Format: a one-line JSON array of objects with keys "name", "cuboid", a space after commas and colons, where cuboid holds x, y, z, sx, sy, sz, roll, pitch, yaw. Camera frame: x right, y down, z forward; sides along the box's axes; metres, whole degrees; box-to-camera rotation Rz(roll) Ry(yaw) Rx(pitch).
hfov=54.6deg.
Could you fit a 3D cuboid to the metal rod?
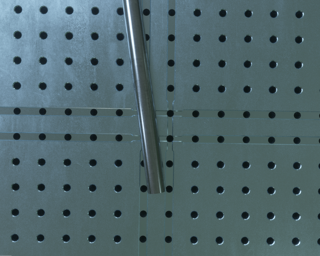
[{"name": "metal rod", "cuboid": [-0.024, -0.063, 0.413, 0.025, 0.025, 0.298, -8, 90, 0]}]
